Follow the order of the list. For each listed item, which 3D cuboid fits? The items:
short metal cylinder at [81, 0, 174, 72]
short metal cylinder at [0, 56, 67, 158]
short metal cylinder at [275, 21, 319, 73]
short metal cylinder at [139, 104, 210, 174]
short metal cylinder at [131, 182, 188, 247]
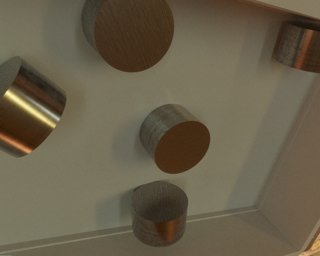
[{"bbox_3d":[-0.033,-0.103,0.312,0.081,0.050,0.079,-14,125,-21],"label":"short metal cylinder"},{"bbox_3d":[-0.135,-0.019,0.288,0.080,0.080,0.050,-45,130,3],"label":"short metal cylinder"},{"bbox_3d":[0.204,-0.111,0.419,0.081,0.080,0.050,-7,122,-25],"label":"short metal cylinder"},{"bbox_3d":[0.019,0.014,0.414,0.081,0.050,0.079,-14,125,-21],"label":"short metal cylinder"},{"bbox_3d":[-0.001,0.124,0.451,0.081,0.080,0.050,-12,124,-22],"label":"short metal cylinder"}]
